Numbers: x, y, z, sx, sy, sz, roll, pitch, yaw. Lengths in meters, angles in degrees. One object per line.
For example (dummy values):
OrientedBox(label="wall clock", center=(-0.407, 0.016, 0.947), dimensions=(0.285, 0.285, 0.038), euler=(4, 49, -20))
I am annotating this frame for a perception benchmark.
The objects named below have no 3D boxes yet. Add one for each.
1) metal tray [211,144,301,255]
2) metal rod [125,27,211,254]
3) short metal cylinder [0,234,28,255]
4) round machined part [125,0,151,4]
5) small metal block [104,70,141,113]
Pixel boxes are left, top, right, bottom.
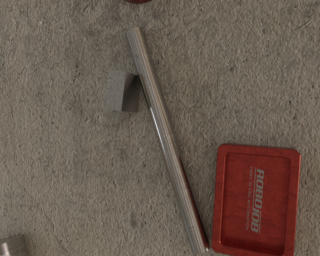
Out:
OrientedBox(label="metal tray", center=(0.112, 0.086, 0.366), dimensions=(0.090, 0.030, 0.129), euler=(4, 91, 19))
OrientedBox(label="metal rod", center=(0.009, 0.011, 0.405), dimensions=(0.025, 0.025, 0.299), euler=(-19, 84, 18))
OrientedBox(label="short metal cylinder", center=(-0.242, 0.198, 0.463), dimensions=(0.080, 0.080, 0.050), euler=(-18, 84, 19))
OrientedBox(label="round machined part", center=(-0.032, -0.221, 0.410), dimensions=(0.098, 0.042, 0.097), euler=(0, 90, 19))
OrientedBox(label="small metal block", center=(-0.048, -0.047, 0.412), dimensions=(0.025, 0.050, 0.050), euler=(8, 93, 19))
